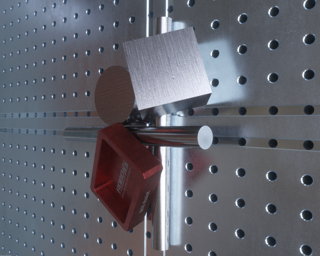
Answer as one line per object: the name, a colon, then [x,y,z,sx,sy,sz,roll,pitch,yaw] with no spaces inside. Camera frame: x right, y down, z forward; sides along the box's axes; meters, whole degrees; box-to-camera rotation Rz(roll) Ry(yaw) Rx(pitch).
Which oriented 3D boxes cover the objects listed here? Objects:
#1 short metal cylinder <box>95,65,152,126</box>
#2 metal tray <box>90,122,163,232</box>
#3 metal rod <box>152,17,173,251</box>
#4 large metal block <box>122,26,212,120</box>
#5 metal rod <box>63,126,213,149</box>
short metal cylinder: [-0.045,-0.043,0.430,0.080,0.050,0.079,0,90,40]
metal tray: [-0.050,0.068,0.414,0.090,0.030,0.129,42,137,25]
metal rod: [0.003,0.008,0.407,0.025,0.025,0.298,1,91,40]
large metal block: [0.008,-0.061,0.361,0.080,0.050,0.080,-14,79,-1]
metal rod: [-0.055,0.010,0.433,0.300,0.025,0.025,0,90,47]
